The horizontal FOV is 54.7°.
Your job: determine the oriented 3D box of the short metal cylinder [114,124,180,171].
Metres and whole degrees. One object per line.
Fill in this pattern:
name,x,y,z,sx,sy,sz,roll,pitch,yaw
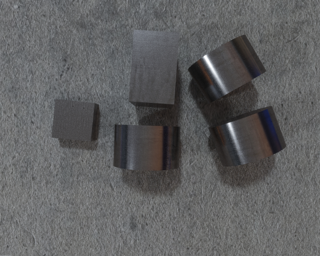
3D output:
short metal cylinder,-0.016,0.022,0.382,0.081,0.080,0.050,2,90,0

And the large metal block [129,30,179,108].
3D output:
large metal block,-0.007,-0.068,0.382,0.050,0.080,0.080,4,90,0

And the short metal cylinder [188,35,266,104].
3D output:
short metal cylinder,0.082,-0.071,0.383,0.080,0.080,0.050,-30,90,0

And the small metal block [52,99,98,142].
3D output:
small metal block,-0.111,-0.010,0.409,0.050,0.025,0.050,6,90,0

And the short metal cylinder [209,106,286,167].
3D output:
short metal cylinder,0.107,0.010,0.383,0.080,0.080,0.050,-20,90,0
